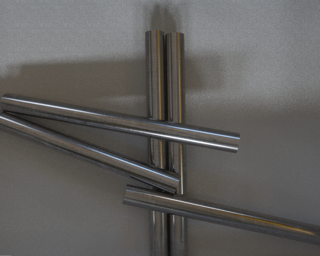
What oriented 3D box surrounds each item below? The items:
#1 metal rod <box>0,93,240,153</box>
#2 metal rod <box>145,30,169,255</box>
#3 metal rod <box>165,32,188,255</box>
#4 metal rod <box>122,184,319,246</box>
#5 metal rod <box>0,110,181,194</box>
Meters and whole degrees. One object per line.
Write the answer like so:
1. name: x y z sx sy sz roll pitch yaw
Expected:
1. metal rod: -0.054 -0.008 0.390 0.302 0.025 0.025 10 90 6
2. metal rod: -0.004 0.024 0.408 0.025 0.025 0.298 -1 90 -1
3. metal rod: 0.022 0.026 0.409 0.025 0.025 0.298 -1 90 -1
4. metal rod: 0.103 0.116 0.394 0.302 0.025 0.025 13 90 -6
5. metal rod: -0.120 0.021 0.396 0.301 0.025 0.025 19 90 5
